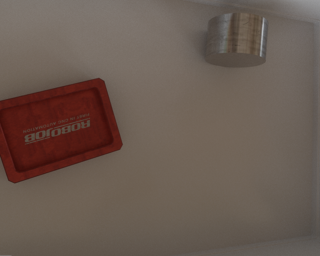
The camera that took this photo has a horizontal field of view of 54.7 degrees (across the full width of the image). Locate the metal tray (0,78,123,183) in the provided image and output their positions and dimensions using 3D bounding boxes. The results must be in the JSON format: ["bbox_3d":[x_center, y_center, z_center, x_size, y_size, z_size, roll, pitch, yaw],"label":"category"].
[{"bbox_3d":[-0.119,0.000,0.364,0.131,0.030,0.089,-17,96,-20],"label":"metal tray"}]

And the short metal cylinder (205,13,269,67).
[{"bbox_3d":[0.104,-0.116,0.421,0.081,0.080,0.050,5,89,-20],"label":"short metal cylinder"}]
